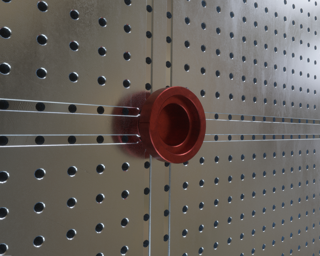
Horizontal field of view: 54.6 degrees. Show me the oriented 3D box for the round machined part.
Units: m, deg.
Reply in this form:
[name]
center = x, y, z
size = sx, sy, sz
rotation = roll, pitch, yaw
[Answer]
[round machined part]
center = 0.012, -0.004, 0.406
size = 0.099, 0.042, 0.097
rotation = 0, 90, -40
